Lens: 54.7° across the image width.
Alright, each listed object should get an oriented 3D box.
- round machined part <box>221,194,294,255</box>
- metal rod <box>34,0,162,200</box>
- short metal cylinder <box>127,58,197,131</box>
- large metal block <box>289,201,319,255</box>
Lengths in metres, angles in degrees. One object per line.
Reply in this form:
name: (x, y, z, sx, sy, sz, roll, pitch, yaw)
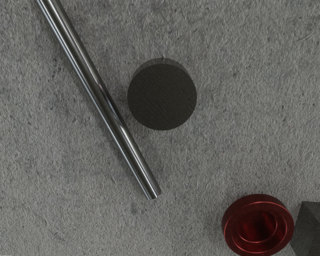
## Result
round machined part: (0.139, 0.138, 0.454, 0.099, 0.042, 0.097, 0, 110, -1)
metal rod: (-0.072, -0.032, 0.397, 0.025, 0.025, 0.299, -24, 109, 8)
short metal cylinder: (0.002, -0.043, 0.381, 0.081, 0.050, 0.079, 0, 110, -1)
large metal block: (0.251, 0.160, 0.459, 0.081, 0.050, 0.079, 5, 110, -3)
